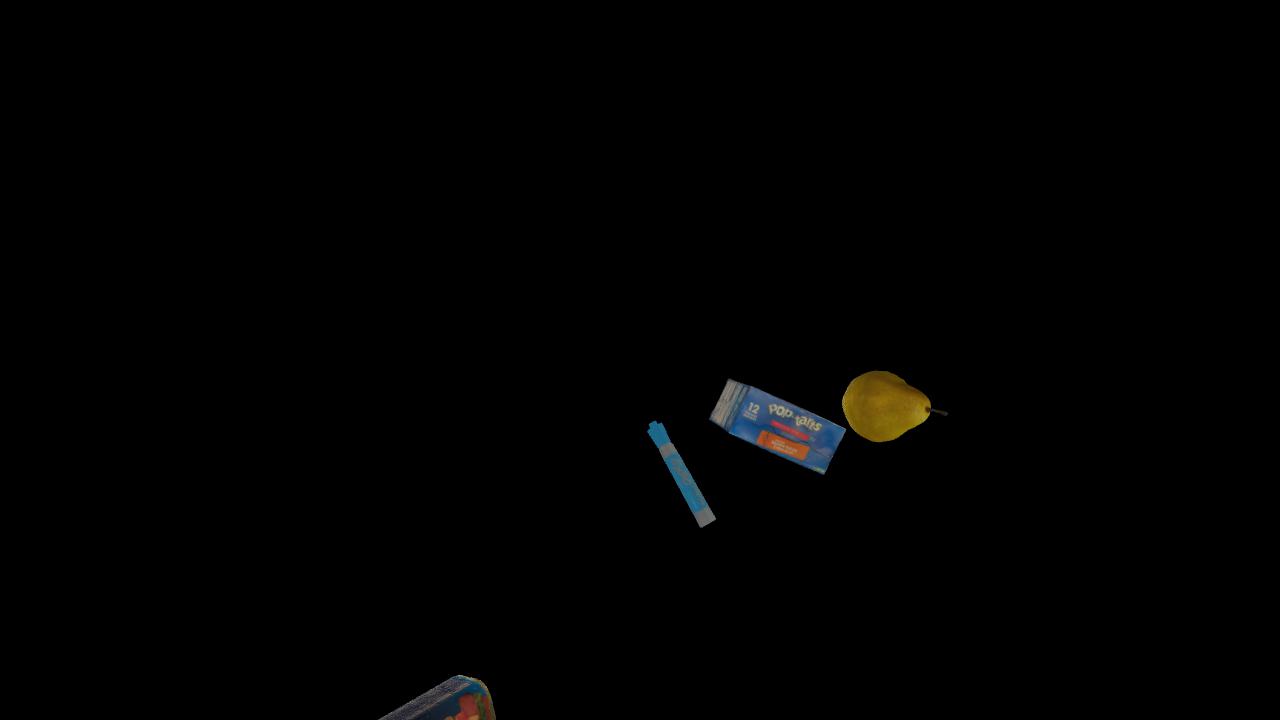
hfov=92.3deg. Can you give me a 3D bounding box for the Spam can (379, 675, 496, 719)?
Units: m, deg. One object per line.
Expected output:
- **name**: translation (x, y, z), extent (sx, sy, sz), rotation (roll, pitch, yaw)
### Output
- **Spam can**: translation (-0.149, 0.295, 0.442), extent (0.058, 0.101, 0.085), rotation (-11, -4, 34)

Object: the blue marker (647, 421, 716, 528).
- **blue marker**: translation (0.042, 0.118, 0.648), extent (0.020, 0.121, 0.020), rotation (-27, -17, -9)

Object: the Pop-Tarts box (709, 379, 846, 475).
- **Pop-Tarts box**: translation (0.215, 0.104, 0.992), extent (0.167, 0.083, 0.141), rotation (24, 0, -7)

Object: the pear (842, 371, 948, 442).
- **pear**: translation (0.274, 0.048, 0.665), extent (0.080, 0.080, 0.111), rotation (0, -9, -23)
